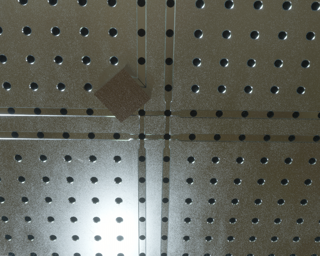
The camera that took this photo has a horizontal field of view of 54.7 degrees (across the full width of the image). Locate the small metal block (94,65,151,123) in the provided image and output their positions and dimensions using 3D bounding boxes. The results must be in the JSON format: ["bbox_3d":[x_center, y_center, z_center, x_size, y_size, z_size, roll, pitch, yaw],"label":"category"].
[{"bbox_3d":[-0.047,-0.044,0.397,0.050,0.025,0.050,-38,106,12],"label":"small metal block"}]
